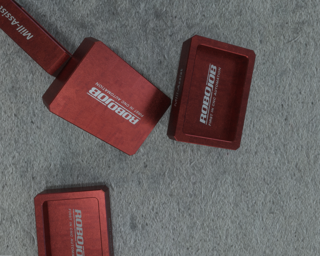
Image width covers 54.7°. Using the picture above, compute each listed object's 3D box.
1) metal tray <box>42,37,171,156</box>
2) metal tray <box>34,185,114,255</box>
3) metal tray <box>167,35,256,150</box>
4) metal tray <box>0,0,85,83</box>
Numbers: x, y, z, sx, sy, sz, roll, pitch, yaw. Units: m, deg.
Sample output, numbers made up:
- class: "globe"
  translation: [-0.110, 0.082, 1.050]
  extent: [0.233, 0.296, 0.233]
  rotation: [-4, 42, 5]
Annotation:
- class: "metal tray"
  translation: [-0.057, -0.032, 0.369]
  extent: [0.130, 0.030, 0.090]
  rotation: [35, 90, -40]
- class: "metal tray"
  translation: [-0.110, 0.145, 0.406]
  extent: [0.091, 0.030, 0.129]
  rotation: [-4, 90, 0]
- class: "metal tray"
  translation: [0.065, -0.042, 0.395]
  extent: [0.091, 0.030, 0.129]
  rotation: [10, 90, -17]
- class: "metal tray"
  translation: [-0.154, -0.112, 0.375]
  extent: [0.130, 0.090, 0.030]
  rotation: [44, 90, 0]
